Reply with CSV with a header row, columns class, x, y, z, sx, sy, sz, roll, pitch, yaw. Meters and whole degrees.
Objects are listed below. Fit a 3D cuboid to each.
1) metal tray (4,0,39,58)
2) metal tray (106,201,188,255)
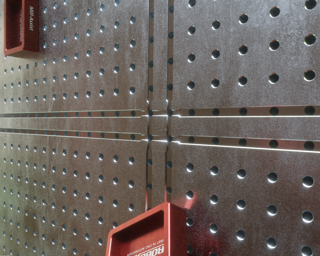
class,x,y,z,sx,sy,sz,roll,pitch,yaw
metal tray,-0.291,-0.220,0.648,0.090,0.030,0.129,0,90,40
metal tray,-0.022,0.160,0.397,0.130,0.030,0.090,-36,36,34
